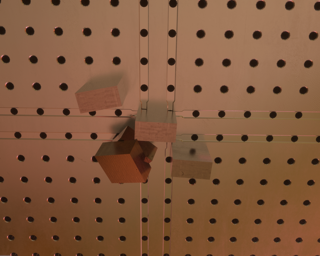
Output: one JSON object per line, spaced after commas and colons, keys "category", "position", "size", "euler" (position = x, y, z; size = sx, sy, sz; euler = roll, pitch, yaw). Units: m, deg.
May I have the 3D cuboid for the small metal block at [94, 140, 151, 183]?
{"category": "small metal block", "position": [-0.046, 0.043, 0.392], "size": [0.050, 0.025, 0.050], "euler": [-6, 127, 25]}

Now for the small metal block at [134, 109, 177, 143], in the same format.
{"category": "small metal block", "position": [-0.005, -0.004, 0.399], "size": [0.050, 0.050, 0.025], "euler": [3, 110, -1]}

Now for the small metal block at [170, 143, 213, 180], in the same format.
{"category": "small metal block", "position": [0.040, 0.044, 0.417], "size": [0.050, 0.050, 0.025], "euler": [5, 110, -2]}

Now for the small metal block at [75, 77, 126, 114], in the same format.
{"category": "small metal block", "position": [-0.071, -0.041, 0.384], "size": [0.050, 0.050, 0.025], "euler": [-10, 110, 3]}

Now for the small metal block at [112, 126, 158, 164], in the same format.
{"category": "small metal block", "position": [-0.040, 0.032, 0.415], "size": [0.050, 0.025, 0.050], "euler": [38, 131, -13]}
